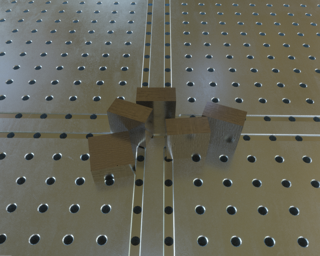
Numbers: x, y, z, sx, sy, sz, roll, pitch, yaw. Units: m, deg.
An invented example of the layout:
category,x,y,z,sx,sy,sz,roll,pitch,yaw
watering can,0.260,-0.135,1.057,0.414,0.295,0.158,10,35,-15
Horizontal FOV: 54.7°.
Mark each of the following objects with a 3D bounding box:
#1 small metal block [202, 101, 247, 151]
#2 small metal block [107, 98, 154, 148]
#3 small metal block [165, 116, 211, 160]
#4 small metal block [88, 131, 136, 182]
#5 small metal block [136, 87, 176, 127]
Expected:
category,x,y,z,sx,sy,sz,roll,pitch,yaw
small metal block,0.078,-0.002,0.394,0.050,0.050,0.025,16,52,13
small metal block,-0.037,-0.006,0.396,0.050,0.050,0.025,17,52,13
small metal block,0.033,0.013,0.381,0.050,0.050,0.025,-4,51,-3
small metal block,-0.059,0.034,0.378,0.050,0.025,0.050,-9,51,-8
small metal block,-0.005,-0.027,0.414,0.050,0.050,0.025,0,50,-1
